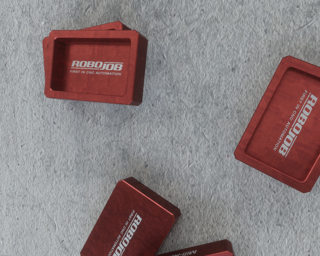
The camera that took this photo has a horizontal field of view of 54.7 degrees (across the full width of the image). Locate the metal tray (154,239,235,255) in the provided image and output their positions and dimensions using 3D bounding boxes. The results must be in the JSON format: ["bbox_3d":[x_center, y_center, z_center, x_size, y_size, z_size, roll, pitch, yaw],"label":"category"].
[{"bbox_3d":[0.035,0.196,0.375,0.130,0.030,0.090,-17,94,9],"label":"metal tray"}]

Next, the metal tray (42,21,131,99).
[{"bbox_3d":[-0.102,-0.093,0.442,0.130,0.030,0.089,-5,88,19],"label":"metal tray"}]

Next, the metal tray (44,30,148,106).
[{"bbox_3d":[-0.085,-0.079,0.403,0.130,0.030,0.089,6,92,19],"label":"metal tray"}]

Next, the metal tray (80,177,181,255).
[{"bbox_3d":[-0.042,0.144,0.421,0.090,0.030,0.129,31,100,17],"label":"metal tray"}]

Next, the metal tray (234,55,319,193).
[{"bbox_3d":[0.154,-0.005,0.351,0.090,0.030,0.129,28,99,17],"label":"metal tray"}]
